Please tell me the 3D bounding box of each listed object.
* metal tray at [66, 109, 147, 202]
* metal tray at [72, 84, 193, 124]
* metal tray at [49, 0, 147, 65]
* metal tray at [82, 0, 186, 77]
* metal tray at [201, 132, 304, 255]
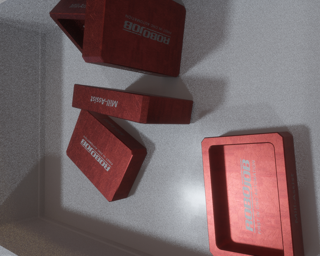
[{"bbox_3d":[-0.086,0.037,0.472,0.130,0.030,0.089,37,113,33],"label":"metal tray"},{"bbox_3d":[-0.036,-0.031,0.392,0.130,0.091,0.030,14,99,39],"label":"metal tray"},{"bbox_3d":[-0.081,-0.132,0.428,0.130,0.090,0.030,18,68,38],"label":"metal tray"},{"bbox_3d":[-0.024,-0.111,0.356,0.030,0.131,0.089,10,96,39],"label":"metal tray"},{"bbox_3d":[0.094,0.071,0.324,0.090,0.030,0.129,-7,86,39],"label":"metal tray"}]
